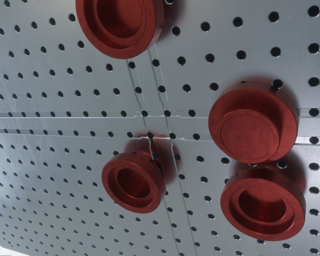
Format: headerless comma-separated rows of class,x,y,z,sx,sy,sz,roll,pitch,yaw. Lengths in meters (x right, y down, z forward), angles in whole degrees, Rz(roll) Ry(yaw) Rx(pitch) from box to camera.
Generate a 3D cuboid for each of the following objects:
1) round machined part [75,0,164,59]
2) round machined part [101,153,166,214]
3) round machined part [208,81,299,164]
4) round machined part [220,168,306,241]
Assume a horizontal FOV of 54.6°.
round machined part,-0.040,-0.130,0.342,0.098,0.042,0.097,13,124,21
round machined part,-0.035,0.078,0.467,0.098,0.042,0.097,13,124,21
round machined part,0.101,0.001,0.348,0.098,0.042,0.097,13,124,21
round machined part,0.129,0.090,0.388,0.098,0.042,0.097,13,124,21
